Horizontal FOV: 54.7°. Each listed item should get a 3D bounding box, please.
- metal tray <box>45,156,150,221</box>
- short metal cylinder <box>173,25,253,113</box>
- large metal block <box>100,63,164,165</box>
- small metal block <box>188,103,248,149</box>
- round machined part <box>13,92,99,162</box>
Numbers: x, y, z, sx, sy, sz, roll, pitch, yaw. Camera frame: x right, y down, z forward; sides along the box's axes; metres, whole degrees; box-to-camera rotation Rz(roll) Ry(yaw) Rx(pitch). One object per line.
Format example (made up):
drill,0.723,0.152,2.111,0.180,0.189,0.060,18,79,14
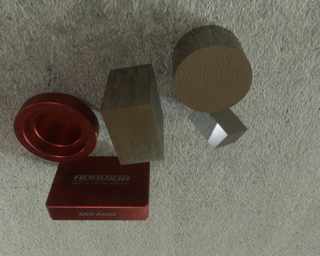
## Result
metal tray,-0.080,0.082,0.433,0.131,0.090,0.030,1,130,-1
short metal cylinder,0.054,-0.063,0.337,0.081,0.050,0.079,0,130,0
large metal block,-0.027,-0.016,0.357,0.050,0.080,0.080,-8,130,6
small metal block,0.070,-0.006,0.373,0.050,0.050,0.025,-11,146,-48
round machined part,-0.126,-0.005,0.391,0.099,0.042,0.097,0,130,0
